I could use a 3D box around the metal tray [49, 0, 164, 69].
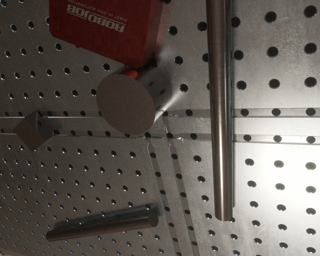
[{"bbox_3d":[-0.066,-0.133,0.359,0.130,0.030,0.089,23,127,13],"label":"metal tray"}]

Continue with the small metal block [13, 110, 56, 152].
[{"bbox_3d":[-0.213,0.006,0.525,0.050,0.025,0.050,-32,101,38],"label":"small metal block"}]

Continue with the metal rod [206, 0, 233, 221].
[{"bbox_3d":[0.073,-0.007,0.367,0.025,0.025,0.298,7,122,24],"label":"metal rod"}]

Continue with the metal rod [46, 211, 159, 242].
[{"bbox_3d":[-0.125,0.193,0.593,0.300,0.025,0.025,-21,107,35],"label":"metal rod"}]

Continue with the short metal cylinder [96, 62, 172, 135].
[{"bbox_3d":[-0.031,-0.038,0.387,0.080,0.050,0.079,13,124,20],"label":"short metal cylinder"}]
